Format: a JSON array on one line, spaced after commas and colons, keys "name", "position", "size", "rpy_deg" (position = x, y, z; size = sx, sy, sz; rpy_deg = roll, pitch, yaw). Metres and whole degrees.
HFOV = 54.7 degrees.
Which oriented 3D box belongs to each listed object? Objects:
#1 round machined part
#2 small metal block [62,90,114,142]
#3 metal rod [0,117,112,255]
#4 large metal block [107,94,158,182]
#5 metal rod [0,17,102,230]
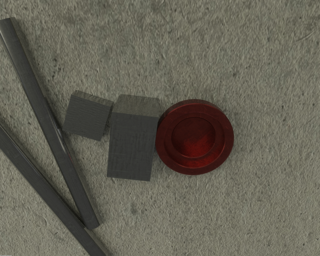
[{"name": "round machined part", "position": [0.043, 0.009, 0.405], "size": [0.099, 0.042, 0.097], "rpy_deg": [0, 110, -1]}, {"name": "small metal block", "position": [-0.093, -0.016, 0.403], "size": [0.050, 0.025, 0.050], "rpy_deg": [17, 109, -7]}, {"name": "metal rod", "position": [-0.160, 0.090, 0.440], "size": [0.025, 0.025, 0.299], "rpy_deg": [-29, 108, 10]}, {"name": "large metal block", "position": [-0.032, 0.009, 0.383], "size": [0.050, 0.080, 0.079], "rpy_deg": [7, 110, -3]}, {"name": "metal rod", "position": [-0.140, 0.008, 0.410], "size": [0.025, 0.025, 0.298], "rpy_deg": [-15, 110, 5]}]
